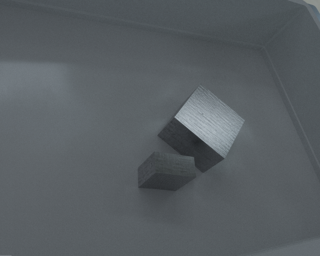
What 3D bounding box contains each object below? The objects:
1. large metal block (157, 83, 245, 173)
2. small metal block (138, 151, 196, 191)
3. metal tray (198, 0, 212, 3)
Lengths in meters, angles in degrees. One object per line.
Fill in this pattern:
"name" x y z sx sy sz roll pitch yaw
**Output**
"large metal block" 0.057 0.000 0.423 0.080 0.050 0.080 40 51 -2
"small metal block" 0.007 0.052 0.363 0.050 0.050 0.025 10 58 -23
"metal tray" 0.045 -0.304 0.616 0.131 0.030 0.090 0 62 -29
